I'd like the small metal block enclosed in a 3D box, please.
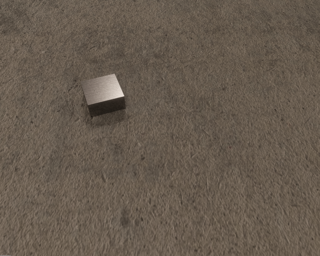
[{"bbox_3d":[-0.081,-0.047,0.442,0.050,0.025,0.050,-16,52,-13],"label":"small metal block"}]
